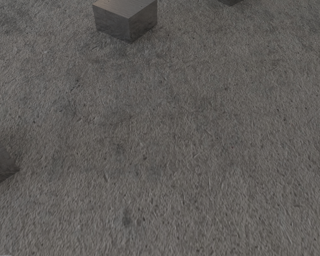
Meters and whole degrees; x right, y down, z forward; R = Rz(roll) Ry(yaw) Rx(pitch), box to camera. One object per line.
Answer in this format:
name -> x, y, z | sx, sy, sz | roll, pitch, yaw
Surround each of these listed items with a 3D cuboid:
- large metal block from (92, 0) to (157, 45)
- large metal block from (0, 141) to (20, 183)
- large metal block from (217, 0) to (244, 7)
large metal block -> -0.061, -0.205, 0.558 | 0.080, 0.050, 0.080 | 28, 56, 22
large metal block -> -0.216, 0.018, 0.351 | 0.080, 0.080, 0.050 | 38, 60, 27
large metal block -> 0.146, -0.304, 0.643 | 0.081, 0.050, 0.080 | -32, 57, -24
